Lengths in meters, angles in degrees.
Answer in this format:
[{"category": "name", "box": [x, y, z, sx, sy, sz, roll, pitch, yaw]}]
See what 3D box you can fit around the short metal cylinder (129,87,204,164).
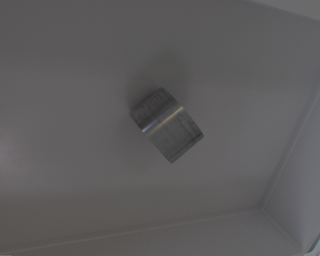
[{"category": "short metal cylinder", "box": [0.008, -0.003, 0.375, 0.050, 0.080, 0.080, -40, 129, -1]}]
